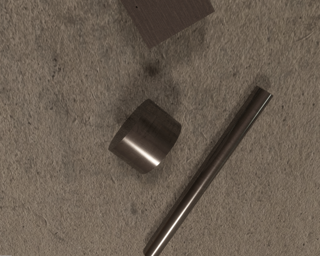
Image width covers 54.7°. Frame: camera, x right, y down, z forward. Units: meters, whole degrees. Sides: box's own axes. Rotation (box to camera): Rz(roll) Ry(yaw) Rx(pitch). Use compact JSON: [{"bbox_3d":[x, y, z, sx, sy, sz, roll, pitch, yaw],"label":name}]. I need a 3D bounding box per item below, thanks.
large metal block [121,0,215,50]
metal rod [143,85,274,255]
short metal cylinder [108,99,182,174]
[{"bbox_3d":[0.003,-0.145,0.343,0.080,0.050,0.080,-28,108,9],"label":"large metal block"},{"bbox_3d":[0.059,0.074,0.437,0.025,0.025,0.298,28,107,-10],"label":"metal rod"},{"bbox_3d":[-0.019,0.010,0.384,0.050,0.080,0.080,39,105,-13],"label":"short metal cylinder"}]
